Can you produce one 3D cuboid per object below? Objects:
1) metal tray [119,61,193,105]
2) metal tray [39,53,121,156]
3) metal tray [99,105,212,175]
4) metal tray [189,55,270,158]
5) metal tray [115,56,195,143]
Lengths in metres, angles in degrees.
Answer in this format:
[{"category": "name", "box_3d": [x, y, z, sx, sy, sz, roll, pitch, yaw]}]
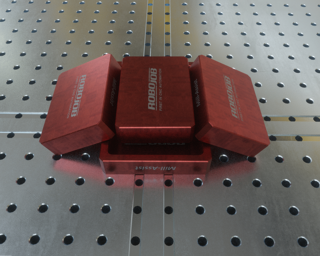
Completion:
[{"category": "metal tray", "box_3d": [-0.006, -0.057, 0.452, 0.131, 0.030, 0.090, 0, 50, 0]}, {"category": "metal tray", "box_3d": [-0.100, -0.034, 0.408, 0.090, 0.030, 0.130, -17, 47, 19]}, {"category": "metal tray", "box_3d": [-0.005, 0.013, 0.394, 0.131, 0.030, 0.090, 0, 50, 0]}, {"category": "metal tray", "box_3d": [0.087, -0.032, 0.407, 0.091, 0.030, 0.130, 18, 47, -21]}, {"category": "metal tray", "box_3d": [-0.006, -0.041, 0.399, 0.091, 0.030, 0.130, 0, 50, -1]}]
